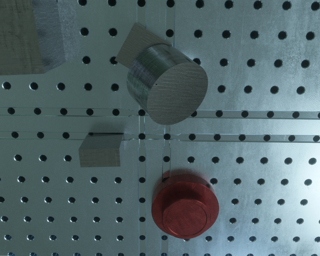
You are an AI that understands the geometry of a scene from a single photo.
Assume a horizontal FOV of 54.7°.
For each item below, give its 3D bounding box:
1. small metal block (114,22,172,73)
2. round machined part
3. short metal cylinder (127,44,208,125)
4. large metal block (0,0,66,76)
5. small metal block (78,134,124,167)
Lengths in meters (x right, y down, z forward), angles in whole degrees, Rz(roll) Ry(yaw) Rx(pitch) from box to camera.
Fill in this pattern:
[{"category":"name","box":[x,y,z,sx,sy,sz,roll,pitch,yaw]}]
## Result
[{"category":"small metal block","box":[-0.020,-0.094,0.379,0.050,0.025,0.050,29,107,-11]},{"category":"round machined part","box":[0.037,0.120,0.449,0.099,0.042,0.097,0,110,-1]},{"category":"short metal cylinder","box":[0.008,-0.050,0.362,0.081,0.050,0.079,-21,135,-22]},{"category":"large metal block","box":[-0.146,-0.106,0.343,0.050,0.080,0.079,-3,110,0]},{"category":"small metal block","box":[-0.075,0.029,0.410,0.050,0.050,0.025,-1,110,0]}]
